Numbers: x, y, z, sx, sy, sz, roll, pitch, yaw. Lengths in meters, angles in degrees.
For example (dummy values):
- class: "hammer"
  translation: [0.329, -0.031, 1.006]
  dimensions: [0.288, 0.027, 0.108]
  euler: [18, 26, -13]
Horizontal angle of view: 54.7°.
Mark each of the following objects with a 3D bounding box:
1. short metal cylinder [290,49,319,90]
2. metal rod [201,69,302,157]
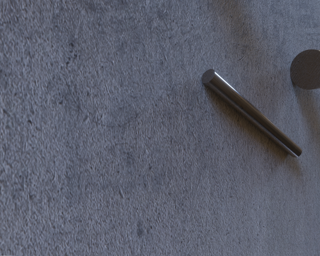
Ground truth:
- class: "short metal cylinder"
  translation: [0.318, -0.120, 0.635]
  dimensions: [0.050, 0.080, 0.079]
  euler: [-11, 97, -40]
- class: "metal rod"
  translation: [0.176, -0.014, 0.552]
  dimensions: [0.301, 0.025, 0.025]
  euler: [31, 71, -36]
